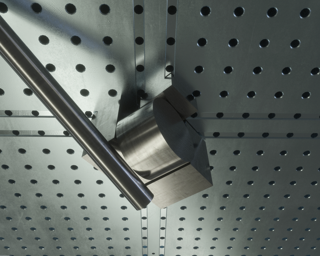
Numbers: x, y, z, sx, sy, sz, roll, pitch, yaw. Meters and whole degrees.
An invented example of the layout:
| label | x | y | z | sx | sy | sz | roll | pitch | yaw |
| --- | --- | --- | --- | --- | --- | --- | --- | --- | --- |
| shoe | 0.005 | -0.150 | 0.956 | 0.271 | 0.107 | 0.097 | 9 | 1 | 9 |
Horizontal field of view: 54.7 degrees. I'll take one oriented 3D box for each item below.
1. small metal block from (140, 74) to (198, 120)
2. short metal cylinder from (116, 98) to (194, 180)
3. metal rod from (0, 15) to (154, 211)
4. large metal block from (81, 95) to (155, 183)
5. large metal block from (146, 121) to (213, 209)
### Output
| label | x | y | z | sx | sy | sz | roll | pitch | yaw |
| --- | --- | --- | --- | --- | --- | --- | --- | --- | --- |
| small metal block | 0.011 | -0.031 | 0.386 | 0.050 | 0.025 | 0.050 | -34 | 123 | 25 |
| short metal cylinder | -0.004 | 0.012 | 0.353 | 0.050 | 0.080 | 0.080 | -30 | 125 | 22 |
| metal rod | -0.109 | -0.033 | 0.313 | 0.025 | 0.025 | 0.300 | -34 | 102 | 25 |
| large metal block | -0.045 | 0.020 | 0.393 | 0.050 | 0.080 | 0.080 | -30 | 124 | 23 |
| large metal block | 0.018 | 0.049 | 0.415 | 0.080 | 0.080 | 0.050 | -30 | 124 | 23 |
